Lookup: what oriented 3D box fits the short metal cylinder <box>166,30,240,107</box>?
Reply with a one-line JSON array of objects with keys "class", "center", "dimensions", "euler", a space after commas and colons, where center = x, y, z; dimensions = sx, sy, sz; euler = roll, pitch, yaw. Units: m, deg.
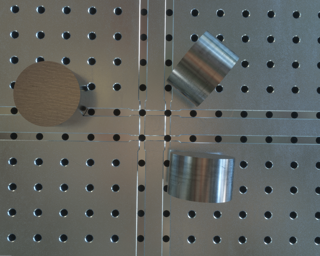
[{"class": "short metal cylinder", "center": [0.053, -0.073, 0.387], "dimensions": [0.050, 0.080, 0.080], "euler": [40, 90, 0]}]

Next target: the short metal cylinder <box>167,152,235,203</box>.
[{"class": "short metal cylinder", "center": [0.051, 0.058, 0.387], "dimensions": [0.081, 0.080, 0.050], "euler": [4, 90, -1]}]

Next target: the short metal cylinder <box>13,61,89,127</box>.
[{"class": "short metal cylinder", "center": [-0.137, -0.041, 0.399], "dimensions": [0.081, 0.050, 0.079], "euler": [0, 90, -1]}]
